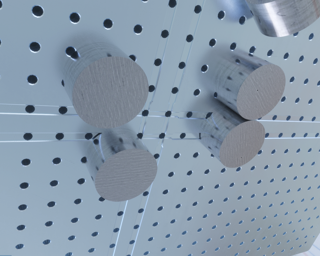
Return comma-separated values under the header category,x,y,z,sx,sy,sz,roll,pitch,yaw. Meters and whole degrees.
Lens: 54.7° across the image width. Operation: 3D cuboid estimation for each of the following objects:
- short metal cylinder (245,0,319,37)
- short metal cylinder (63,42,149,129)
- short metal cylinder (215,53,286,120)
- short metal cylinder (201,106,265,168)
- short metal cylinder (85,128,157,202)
category,x,y,z,sx,sy,sz,roll,pitch,yaw
short metal cylinder,0.145,-0.154,0.362,0.080,0.080,0.050,-44,130,2
short metal cylinder,-0.059,-0.046,0.335,0.081,0.050,0.079,-14,125,-21
short metal cylinder,0.124,-0.058,0.429,0.081,0.050,0.079,-14,124,-21
short metal cylinder,0.109,0.013,0.465,0.081,0.050,0.079,-14,125,-21
short metal cylinder,-0.050,0.047,0.398,0.081,0.050,0.079,-14,124,-21
